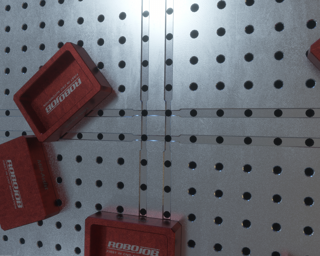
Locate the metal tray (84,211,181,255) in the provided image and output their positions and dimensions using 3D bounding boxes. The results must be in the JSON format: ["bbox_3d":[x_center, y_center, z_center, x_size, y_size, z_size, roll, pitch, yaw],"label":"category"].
[{"bbox_3d":[-0.039,0.169,0.422,0.130,0.030,0.089,2,91,19],"label":"metal tray"}]

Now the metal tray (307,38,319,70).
[{"bbox_3d":[0.237,-0.065,0.326,0.090,0.030,0.130,-41,78,15],"label":"metal tray"}]

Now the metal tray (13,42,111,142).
[{"bbox_3d":[-0.147,-0.051,0.460,0.130,0.030,0.090,-39,78,15],"label":"metal tray"}]

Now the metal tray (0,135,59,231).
[{"bbox_3d":[-0.219,0.085,0.485,0.090,0.030,0.129,-20,84,18],"label":"metal tray"}]
